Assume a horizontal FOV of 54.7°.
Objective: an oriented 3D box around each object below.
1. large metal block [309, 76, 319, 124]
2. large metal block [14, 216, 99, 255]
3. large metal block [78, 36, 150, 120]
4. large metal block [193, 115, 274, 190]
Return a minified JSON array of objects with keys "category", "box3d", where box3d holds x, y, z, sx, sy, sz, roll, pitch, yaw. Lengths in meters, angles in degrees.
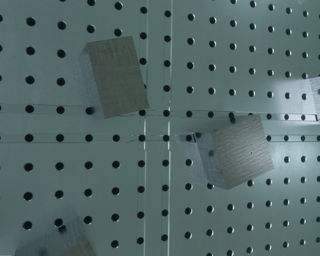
[{"category":"large metal block","box3d":[0.298,-0.051,0.496,0.050,0.080,0.080,-16,96,-20]},{"category":"large metal block","box3d":[-0.112,0.151,0.343,0.081,0.080,0.050,-27,99,-18]},{"category":"large metal block","box3d":[-0.057,-0.054,0.363,0.050,0.080,0.080,-15,96,-20]},{"category":"large metal block","box3d":[0.104,0.032,0.439,0.081,0.050,0.080,-19,97,-19]}]
